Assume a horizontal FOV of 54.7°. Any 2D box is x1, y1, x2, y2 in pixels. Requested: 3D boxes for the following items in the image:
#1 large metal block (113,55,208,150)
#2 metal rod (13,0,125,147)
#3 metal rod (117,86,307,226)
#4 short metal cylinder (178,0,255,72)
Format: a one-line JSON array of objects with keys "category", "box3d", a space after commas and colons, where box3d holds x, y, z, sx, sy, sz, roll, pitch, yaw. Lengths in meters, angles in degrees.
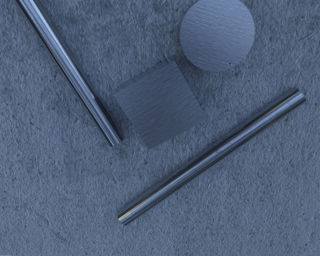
[{"category": "large metal block", "box3d": [0.001, -0.033, 0.384, 0.080, 0.050, 0.080, -28, 108, 10]}, {"category": "metal rod", "box3d": [-0.129, -0.105, 0.369, 0.025, 0.025, 0.299, -27, 108, 9]}, {"category": "metal rod", "box3d": [0.062, 0.045, 0.426, 0.300, 0.025, 0.025, -37, 106, 12]}, {"category": "short metal cylinder", "box3d": [0.062, -0.109, 0.357, 0.081, 0.050, 0.079, 0, 110, 0]}]
